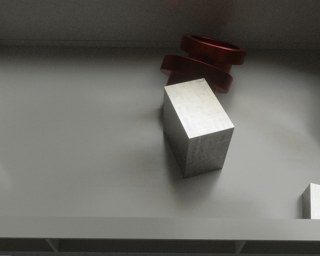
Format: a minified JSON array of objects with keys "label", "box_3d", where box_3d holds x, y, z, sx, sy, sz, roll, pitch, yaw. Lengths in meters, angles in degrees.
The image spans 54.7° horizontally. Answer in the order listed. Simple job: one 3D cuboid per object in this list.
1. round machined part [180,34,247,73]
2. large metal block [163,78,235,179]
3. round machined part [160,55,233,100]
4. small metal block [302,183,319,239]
[{"label":"round machined part","box_3d":[0.078,-0.109,0.469,0.099,0.042,0.098,12,23,-5]},{"label":"large metal block","box_3d":[0.041,0.001,0.369,0.050,0.080,0.080,-14,52,-12]},{"label":"round machined part","box_3d":[0.046,-0.062,0.424,0.098,0.098,0.042,20,93,16]},{"label":"small metal block","box_3d":[0.182,0.092,0.330,0.050,0.025,0.050,13,51,10]}]
